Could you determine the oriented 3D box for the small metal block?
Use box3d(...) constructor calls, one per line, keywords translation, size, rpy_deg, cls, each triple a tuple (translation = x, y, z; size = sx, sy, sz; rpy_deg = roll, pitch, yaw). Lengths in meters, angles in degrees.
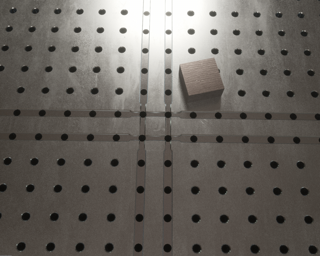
box3d(translation=(0.058, -0.067, 0.437), size=(0.050, 0.025, 0.050), rpy_deg=(-12, 71, -5), cls="small metal block")
